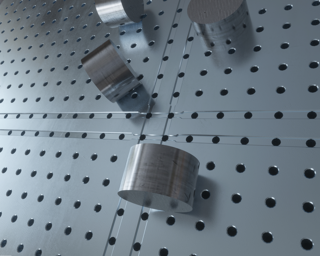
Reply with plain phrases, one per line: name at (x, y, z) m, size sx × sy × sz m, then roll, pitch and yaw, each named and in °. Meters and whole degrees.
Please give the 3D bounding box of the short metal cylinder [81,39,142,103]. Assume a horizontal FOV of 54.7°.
short metal cylinder at (-0.071, -0.084, 0.460) m, size 0.050 × 0.080 × 0.080 m, roll -34°, pitch 52°, yaw 5°

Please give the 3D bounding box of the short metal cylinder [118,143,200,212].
short metal cylinder at (0.000, 0.056, 0.338) m, size 0.080 × 0.080 × 0.050 m, roll -1°, pitch 61°, yaw 27°

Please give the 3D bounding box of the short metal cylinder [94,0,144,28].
short metal cylinder at (-0.070, -0.221, 0.543) m, size 0.050 × 0.080 × 0.080 m, roll -3°, pitch 61°, yaw 27°

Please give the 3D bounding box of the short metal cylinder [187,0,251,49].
short metal cylinder at (0.086, -0.162, 0.446) m, size 0.080 × 0.050 × 0.080 m, roll -13°, pitch 56°, yaw 20°
